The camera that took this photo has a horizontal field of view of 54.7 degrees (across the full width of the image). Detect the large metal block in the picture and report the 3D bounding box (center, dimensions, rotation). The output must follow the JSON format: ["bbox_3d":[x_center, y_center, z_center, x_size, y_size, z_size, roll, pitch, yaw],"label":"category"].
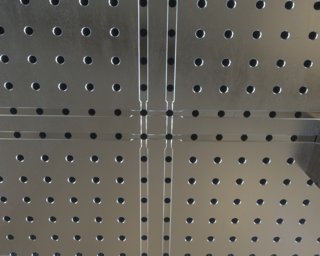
[{"bbox_3d":[0.258,0.042,0.418,0.081,0.050,0.079,7,110,-3],"label":"large metal block"}]
